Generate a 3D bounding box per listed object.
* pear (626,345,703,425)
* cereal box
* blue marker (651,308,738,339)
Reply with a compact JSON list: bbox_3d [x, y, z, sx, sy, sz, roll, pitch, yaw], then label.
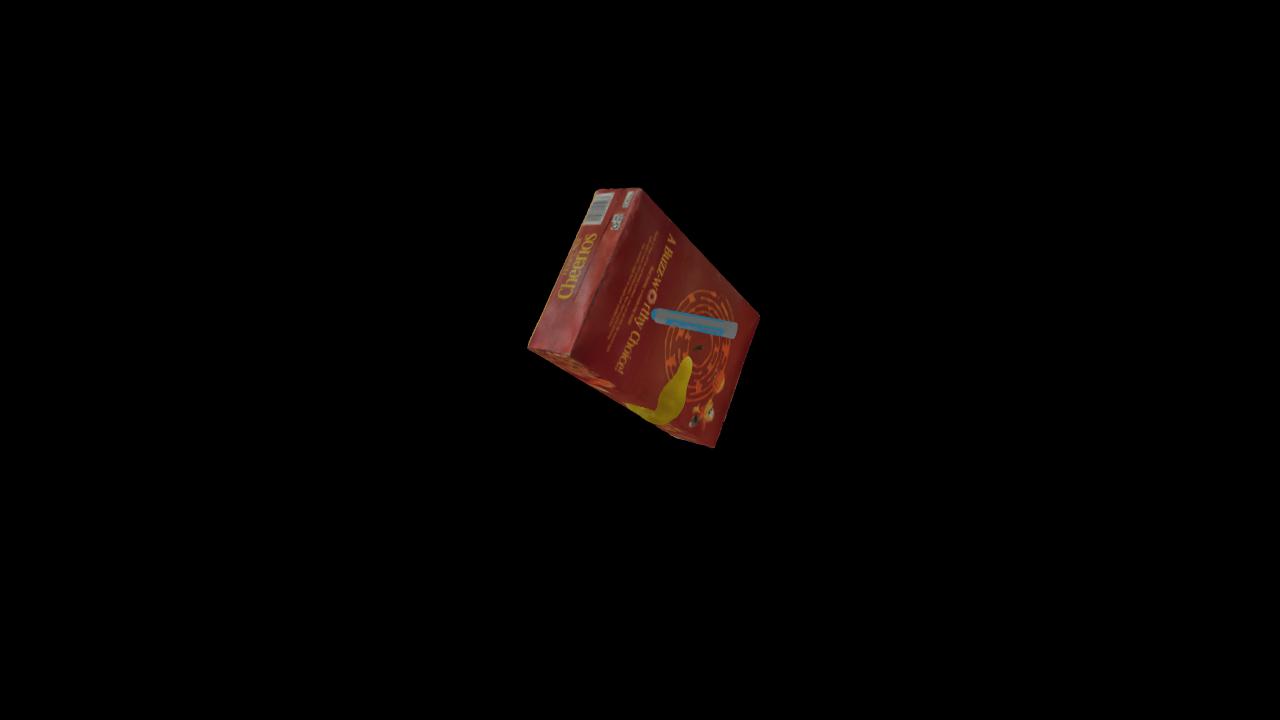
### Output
[{"bbox_3d":[0.029,0.020,0.743,0.080,0.111,0.080,31,3,-2],"label":"pear"},{"bbox_3d":[0.025,-0.036,0.752,0.081,0.203,0.306,10,-17,40],"label":"cereal box"},{"bbox_3d":[0.048,-0.044,0.684,0.121,0.020,0.020,11,-1,-4],"label":"blue marker"}]
